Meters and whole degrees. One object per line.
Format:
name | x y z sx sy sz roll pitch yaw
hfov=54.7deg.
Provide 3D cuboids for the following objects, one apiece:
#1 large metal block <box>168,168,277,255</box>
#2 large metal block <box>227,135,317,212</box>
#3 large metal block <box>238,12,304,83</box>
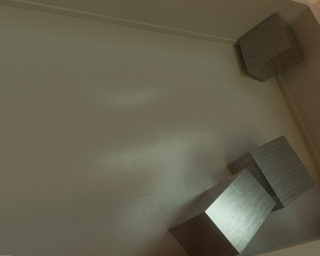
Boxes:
large metal block | 0.068 0.099 0.346 0.081 0.080 0.050 -34 81 -38
large metal block | 0.155 0.066 0.433 0.081 0.050 0.080 -18 71 -35
large metal block | 0.197 -0.142 0.555 0.050 0.080 0.080 20 52 -39
